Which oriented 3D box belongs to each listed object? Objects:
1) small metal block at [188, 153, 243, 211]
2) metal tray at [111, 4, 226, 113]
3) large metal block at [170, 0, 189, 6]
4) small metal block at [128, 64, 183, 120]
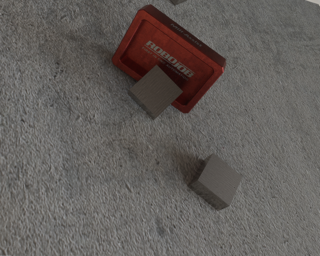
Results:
[{"bbox_3d":[0.072,0.069,0.400,0.050,0.025,0.050,39,51,-2],"label":"small metal block"},{"bbox_3d":[0.011,-0.090,0.419,0.130,0.089,0.030,35,37,-6],"label":"metal tray"},{"bbox_3d":[0.032,-0.286,0.560,0.080,0.080,0.050,47,51,4],"label":"large metal block"},{"bbox_3d":[-0.007,-0.047,0.414,0.050,0.025,0.050,46,77,-3],"label":"small metal block"}]
